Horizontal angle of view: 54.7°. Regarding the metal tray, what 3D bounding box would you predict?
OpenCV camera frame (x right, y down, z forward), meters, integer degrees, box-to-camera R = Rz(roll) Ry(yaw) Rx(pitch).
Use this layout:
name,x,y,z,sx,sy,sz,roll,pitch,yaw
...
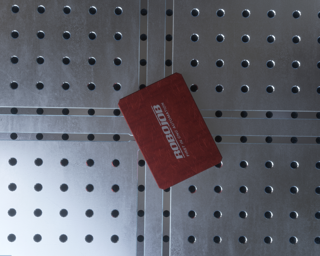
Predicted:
name,x,y,z,sx,sy,sz,roll,pitch,yaw
metal tray,0.013,0.004,0.411,0.090,0.030,0.129,-26,90,-1
